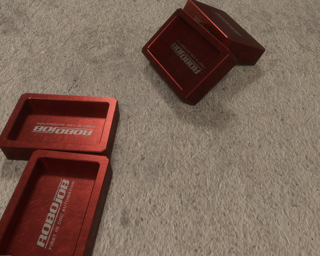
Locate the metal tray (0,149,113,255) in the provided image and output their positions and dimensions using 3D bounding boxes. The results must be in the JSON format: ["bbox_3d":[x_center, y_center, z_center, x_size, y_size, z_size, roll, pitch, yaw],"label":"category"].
[{"bbox_3d":[-0.109,0.087,0.325,0.091,0.030,0.130,6,50,4],"label":"metal tray"}]

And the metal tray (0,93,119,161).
[{"bbox_3d":[-0.124,-0.001,0.398,0.131,0.030,0.090,3,50,2],"label":"metal tray"}]

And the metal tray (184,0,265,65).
[{"bbox_3d":[0.101,-0.159,0.509,0.091,0.030,0.130,2,43,-36],"label":"metal tray"}]

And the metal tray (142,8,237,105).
[{"bbox_3d":[0.038,-0.107,0.457,0.090,0.030,0.130,-45,55,14],"label":"metal tray"}]
